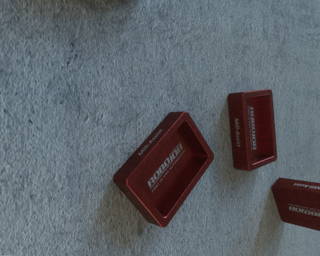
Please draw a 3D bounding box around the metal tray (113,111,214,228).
[{"bbox_3d":[0.011,0.051,0.410,0.130,0.030,0.090,-49,119,-29],"label":"metal tray"}]

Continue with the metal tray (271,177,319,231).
[{"bbox_3d":[0.281,0.144,0.572,0.030,0.130,0.090,-36,112,-34],"label":"metal tray"}]

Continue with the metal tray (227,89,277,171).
[{"bbox_3d":[0.162,0.001,0.536,0.091,0.030,0.129,-11,97,-39],"label":"metal tray"}]
